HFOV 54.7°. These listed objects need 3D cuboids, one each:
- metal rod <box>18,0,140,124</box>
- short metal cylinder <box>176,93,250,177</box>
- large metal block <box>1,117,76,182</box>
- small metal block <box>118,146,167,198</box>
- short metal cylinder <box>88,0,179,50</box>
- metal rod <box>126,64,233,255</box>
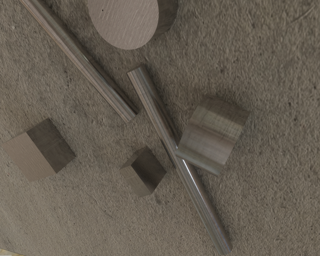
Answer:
[{"bbox_3d":[-0.134,-0.127,0.398,0.300,0.025,0.025,49,129,-7],"label":"metal rod"},{"bbox_3d":[0.059,0.007,0.345,0.050,0.080,0.079,27,128,11],"label":"short metal cylinder"},{"bbox_3d":[-0.204,0.038,0.522,0.080,0.050,0.080,-20,108,35],"label":"large metal block"},{"bbox_3d":[-0.024,0.062,0.441,0.025,0.050,0.050,-25,105,37],"label":"small metal block"},{"bbox_3d":[-0.027,-0.129,0.326,0.080,0.050,0.079,13,124,21],"label":"short metal cylinder"},{"bbox_3d":[0.034,0.055,0.422,0.025,0.025,0.299,-15,111,34],"label":"metal rod"}]
